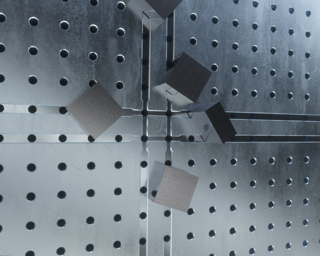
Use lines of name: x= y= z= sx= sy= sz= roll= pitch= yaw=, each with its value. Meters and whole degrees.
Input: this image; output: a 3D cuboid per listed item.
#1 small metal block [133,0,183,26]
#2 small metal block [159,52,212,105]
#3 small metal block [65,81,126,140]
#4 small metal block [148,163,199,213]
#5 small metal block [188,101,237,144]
small metal block: x=-0.001 y=-0.174 z=0.412 sx=0.050 sy=0.025 sz=0.050 roll=42 pitch=77 yaw=-15
small metal block: x=0.035 y=-0.067 z=0.425 sx=0.050 sy=0.025 sz=0.050 roll=32 pitch=80 yaw=-17
small metal block: x=-0.080 y=-0.021 z=0.383 sx=0.050 sy=0.025 sz=0.050 roll=-44 pitch=104 yaw=-15
small metal block: x=0.018 y=0.081 z=0.419 sx=0.050 sy=0.025 sz=0.050 roll=23 pitch=83 yaw=-19
small metal block: x=0.071 y=-0.007 z=0.425 sx=0.025 sy=0.050 sz=0.050 roll=-34 pitch=101 yaw=-17
